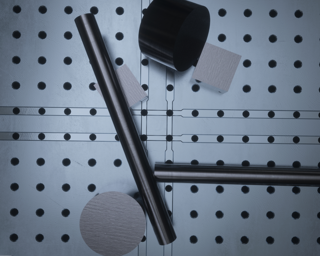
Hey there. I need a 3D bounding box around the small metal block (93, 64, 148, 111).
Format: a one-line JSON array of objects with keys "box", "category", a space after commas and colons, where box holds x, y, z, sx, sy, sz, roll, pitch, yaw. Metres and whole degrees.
[{"box": [-0.051, -0.049, 0.413, 0.050, 0.025, 0.050, -34, 90, 0], "category": "small metal block"}]

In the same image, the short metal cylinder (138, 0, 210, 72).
[{"box": [0.019, -0.116, 0.379, 0.050, 0.080, 0.080, 29, 90, 24], "category": "short metal cylinder"}]

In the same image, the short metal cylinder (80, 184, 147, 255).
[{"box": [-0.057, 0.116, 0.400, 0.081, 0.050, 0.079, 0, 90, 0], "category": "short metal cylinder"}]

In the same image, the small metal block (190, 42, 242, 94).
[{"box": [0.074, -0.079, 0.414, 0.050, 0.025, 0.050, 21, 90, -1], "category": "small metal block"}]

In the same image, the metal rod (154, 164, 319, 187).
[{"box": [0.144, 0.064, 0.414, 0.302, 0.025, 0.025, 2, 90, 0], "category": "metal rod"}]

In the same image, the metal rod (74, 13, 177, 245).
[{"box": [-0.041, 0.005, 0.389, 0.025, 0.025, 0.299, -20, 94, 0], "category": "metal rod"}]
